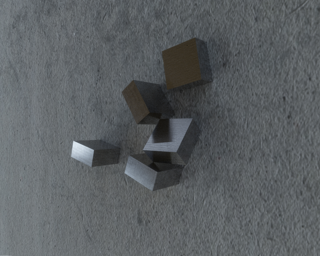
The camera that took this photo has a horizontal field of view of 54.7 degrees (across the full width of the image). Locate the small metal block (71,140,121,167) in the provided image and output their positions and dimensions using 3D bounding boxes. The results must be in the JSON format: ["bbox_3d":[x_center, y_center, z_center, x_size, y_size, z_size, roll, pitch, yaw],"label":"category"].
[{"bbox_3d":[-0.097,0.037,0.469,0.050,0.050,0.025,17,101,38],"label":"small metal block"}]

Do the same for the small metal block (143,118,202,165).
[{"bbox_3d":[0.015,0.015,0.375,0.050,0.025,0.050,0,50,39],"label":"small metal block"}]

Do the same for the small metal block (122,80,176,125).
[{"bbox_3d":[-0.014,-0.032,0.401,0.025,0.050,0.050,-41,65,32],"label":"small metal block"}]

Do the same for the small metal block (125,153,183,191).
[{"bbox_3d":[-0.008,0.054,0.395,0.050,0.050,0.025,25,107,37],"label":"small metal block"}]

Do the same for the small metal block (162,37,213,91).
[{"bbox_3d":[0.033,-0.076,0.378,0.050,0.025,0.050,-12,82,39],"label":"small metal block"}]
